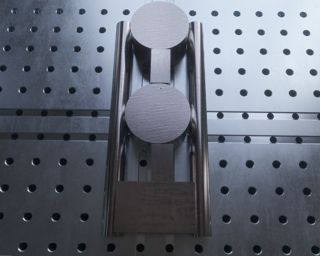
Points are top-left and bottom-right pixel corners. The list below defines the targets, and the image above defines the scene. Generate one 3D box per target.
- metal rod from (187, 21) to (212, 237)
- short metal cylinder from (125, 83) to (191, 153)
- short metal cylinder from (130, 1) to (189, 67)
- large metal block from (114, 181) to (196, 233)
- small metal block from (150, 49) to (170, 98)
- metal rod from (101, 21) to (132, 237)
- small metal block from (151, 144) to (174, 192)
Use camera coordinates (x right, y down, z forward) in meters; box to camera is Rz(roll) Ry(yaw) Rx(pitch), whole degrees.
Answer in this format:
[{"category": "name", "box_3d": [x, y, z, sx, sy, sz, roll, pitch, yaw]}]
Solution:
[{"category": "metal rod", "box_3d": [0.051, -0.012, 0.415, 0.025, 0.025, 0.299, 1, 70, 0]}, {"category": "short metal cylinder", "box_3d": [-0.003, -0.011, 0.402, 0.081, 0.050, 0.080, 0, 70, 0]}, {"category": "short metal cylinder", "box_3d": [0.000, -0.133, 0.446, 0.081, 0.050, 0.080, 0, 70, 0]}, {"category": "large metal block", "box_3d": [-0.005, 0.092, 0.349, 0.080, 0.080, 0.050, 1, 70, 0]}, {"category": "small metal block", "box_3d": [0.001, -0.072, 0.423, 0.025, 0.050, 0.050, 1, 70, 0]}, {"category": "metal rod", "box_3d": [-0.055, -0.013, 0.415, 0.025, 0.025, 0.299, 1, 70, 0]}, {"category": "small metal block", "box_3d": [0.003, 0.050, 0.379, 0.025, 0.050, 0.050, 0, 70, 0]}]
